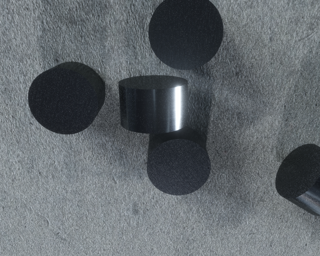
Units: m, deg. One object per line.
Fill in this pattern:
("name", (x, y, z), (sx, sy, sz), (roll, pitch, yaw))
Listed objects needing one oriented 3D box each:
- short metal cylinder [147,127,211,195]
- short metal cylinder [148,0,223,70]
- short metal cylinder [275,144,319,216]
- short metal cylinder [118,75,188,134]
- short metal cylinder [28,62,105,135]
("short metal cylinder", (0.024, 0.042, 0.412), (0.081, 0.050, 0.079), (0, 110, 0))
("short metal cylinder", (0.028, -0.111, 0.356), (0.081, 0.050, 0.079), (0, 110, 0))
("short metal cylinder", (0.200, 0.068, 0.407), (0.050, 0.080, 0.080), (31, 107, -11))
("short metal cylinder", (-0.008, -0.031, 0.369), (0.080, 0.080, 0.050), (-1, 110, 0))
("short metal cylinder", (-0.112, -0.038, 0.381), (0.081, 0.050, 0.079), (0, 110, 0))
